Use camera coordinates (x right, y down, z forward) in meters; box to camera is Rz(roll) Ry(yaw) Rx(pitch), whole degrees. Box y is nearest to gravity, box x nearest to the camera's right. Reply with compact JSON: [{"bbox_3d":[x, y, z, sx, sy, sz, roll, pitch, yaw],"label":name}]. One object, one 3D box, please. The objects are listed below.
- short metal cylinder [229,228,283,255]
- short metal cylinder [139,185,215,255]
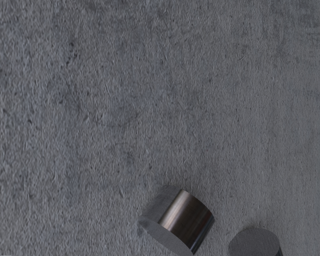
[{"bbox_3d":[0.158,0.210,0.502,0.081,0.080,0.050,-34,111,-35],"label":"short metal cylinder"},{"bbox_3d":[0.021,0.117,0.386,0.050,0.080,0.080,-50,120,-28],"label":"short metal cylinder"}]
